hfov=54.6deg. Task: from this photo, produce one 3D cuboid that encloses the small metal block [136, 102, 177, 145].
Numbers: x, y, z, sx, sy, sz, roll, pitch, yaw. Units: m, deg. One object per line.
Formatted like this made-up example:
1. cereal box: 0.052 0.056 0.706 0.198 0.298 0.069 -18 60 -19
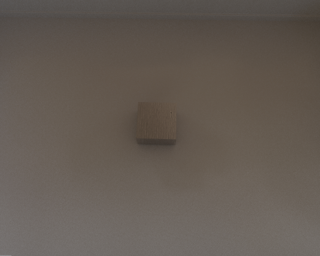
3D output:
1. small metal block: -0.004 -0.006 0.408 0.050 0.025 0.050 2 70 1
